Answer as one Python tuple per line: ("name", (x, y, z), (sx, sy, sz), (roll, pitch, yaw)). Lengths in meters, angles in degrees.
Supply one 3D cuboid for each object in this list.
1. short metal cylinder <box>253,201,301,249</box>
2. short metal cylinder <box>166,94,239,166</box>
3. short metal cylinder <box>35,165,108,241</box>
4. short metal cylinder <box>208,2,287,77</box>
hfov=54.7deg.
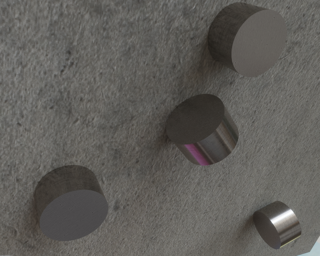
("short metal cylinder", (0.234, 0.194, 0.623), (0.050, 0.080, 0.079), (-21, 127, -16))
("short metal cylinder", (0.055, 0.002, 0.405), (0.080, 0.080, 0.050), (-41, 130, -1))
("short metal cylinder", (-0.111, 0.094, 0.389), (0.081, 0.050, 0.079), (-14, 125, -21))
("short metal cylinder", (0.107, -0.109, 0.383), (0.081, 0.050, 0.079), (-14, 125, -21))
